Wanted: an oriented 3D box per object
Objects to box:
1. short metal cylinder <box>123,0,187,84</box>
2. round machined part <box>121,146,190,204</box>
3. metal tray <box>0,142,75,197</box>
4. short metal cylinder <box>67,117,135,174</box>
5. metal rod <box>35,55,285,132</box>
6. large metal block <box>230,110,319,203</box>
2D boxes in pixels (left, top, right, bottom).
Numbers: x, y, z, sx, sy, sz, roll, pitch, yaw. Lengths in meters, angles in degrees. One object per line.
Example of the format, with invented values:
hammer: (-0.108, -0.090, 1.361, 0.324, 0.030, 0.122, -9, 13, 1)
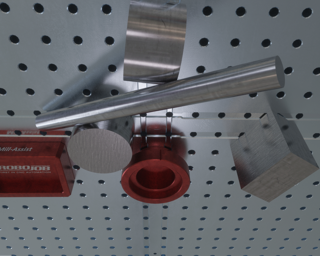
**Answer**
short metal cylinder: (-0.007, -0.084, 0.304, 0.050, 0.080, 0.079, 6, 130, -5)
round machined part: (-0.006, 0.065, 0.456, 0.099, 0.042, 0.097, 0, 130, 0)
metal tray: (-0.202, 0.064, 0.460, 0.131, 0.030, 0.089, 0, 130, 0)
short metal cylinder: (-0.075, 0.015, 0.407, 0.081, 0.050, 0.079, 0, 131, 0)
metal rod: (-0.031, -0.025, 0.320, 0.300, 0.025, 0.025, -8, 134, 35)
large metal block: (0.146, 0.037, 0.409, 0.050, 0.080, 0.080, 27, 125, -21)
